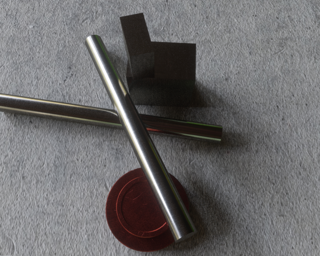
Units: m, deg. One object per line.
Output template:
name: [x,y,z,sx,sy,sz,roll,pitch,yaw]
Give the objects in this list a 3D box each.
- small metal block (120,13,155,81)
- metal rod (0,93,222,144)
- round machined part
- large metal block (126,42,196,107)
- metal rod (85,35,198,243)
small metal block: [-0.024,-0.088,0.342,0.025,0.050,0.050,-13,71,-5]
metal rod: [-0.070,-0.013,0.412,0.302,0.025,0.025,8,70,2]
round machined part: [-0.015,0.093,0.365,0.099,0.042,0.098,0,70,-1]
large metal block: [0.002,-0.067,0.404,0.081,0.080,0.050,3,70,1]
metal rod: [-0.035,-0.008,0.380,0.025,0.025,0.299,-23,62,-9]
